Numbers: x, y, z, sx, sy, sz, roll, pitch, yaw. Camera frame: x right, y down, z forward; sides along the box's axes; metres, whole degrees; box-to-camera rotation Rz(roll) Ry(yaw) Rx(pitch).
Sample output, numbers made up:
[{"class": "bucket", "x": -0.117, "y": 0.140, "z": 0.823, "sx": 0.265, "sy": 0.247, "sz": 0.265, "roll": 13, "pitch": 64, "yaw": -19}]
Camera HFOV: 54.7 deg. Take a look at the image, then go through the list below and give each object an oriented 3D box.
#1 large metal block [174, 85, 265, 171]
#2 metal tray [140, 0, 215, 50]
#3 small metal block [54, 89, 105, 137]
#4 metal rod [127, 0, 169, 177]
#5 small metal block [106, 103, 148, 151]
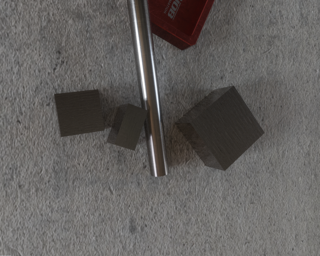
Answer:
[{"class": "large metal block", "x": 0.082, "y": 0.000, "z": 0.427, "sx": 0.080, "sy": 0.050, "sz": 0.080, "roll": -40, "pitch": 103, "yaw": -16}, {"class": "metal tray", "x": 0.027, "y": -0.184, "z": 0.417, "sx": 0.090, "sy": 0.030, "sz": 0.130, "roll": 26, "pitch": 81, "yaw": -19}, {"class": "small metal block", "x": -0.098, "y": -0.018, "z": 0.373, "sx": 0.050, "sy": 0.025, "sz": 0.050, "roll": -9, "pitch": 93, "yaw": -20}, {"class": "metal rod", "x": -0.018, "y": -0.085, "z": 0.379, "sx": 0.025, "sy": 0.025, "sz": 0.298, "roll": -12, "pitch": 103, "yaw": -20}, {"class": "small metal block", "x": -0.041, "y": -0.001, "z": 0.381, "sx": 0.025, "sy": 0.050, "sz": 0.050, "roll": 20, "pitch": 83, "yaw": -19}]
